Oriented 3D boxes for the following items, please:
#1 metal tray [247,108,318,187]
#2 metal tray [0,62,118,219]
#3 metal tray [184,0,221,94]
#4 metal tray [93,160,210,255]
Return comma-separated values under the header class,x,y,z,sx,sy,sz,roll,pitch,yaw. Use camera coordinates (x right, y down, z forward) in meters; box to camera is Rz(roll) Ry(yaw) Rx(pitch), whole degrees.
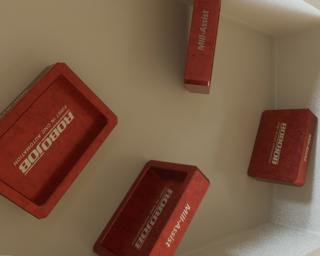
class,x,y,z,sx,sy,sz,roll,pitch,yaw
metal tray,0.214,0.032,0.542,0.030,0.090,0.130,30,71,-36
metal tray,-0.113,0.011,0.308,0.090,0.030,0.130,49,61,-29
metal tray,0.058,-0.115,0.411,0.090,0.030,0.129,8,90,-80
metal tray,-0.010,0.100,0.356,0.030,0.090,0.130,48,61,-30
